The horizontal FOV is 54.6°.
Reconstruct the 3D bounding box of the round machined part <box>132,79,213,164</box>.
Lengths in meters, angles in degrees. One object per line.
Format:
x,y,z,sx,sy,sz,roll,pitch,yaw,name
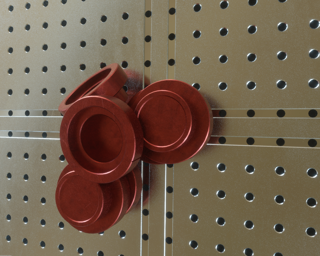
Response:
0.008,-0.007,0.355,0.098,0.042,0.097,0,89,20,round machined part

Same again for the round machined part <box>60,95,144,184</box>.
-0.062,0.011,0.358,0.098,0.042,0.097,4,99,22,round machined part

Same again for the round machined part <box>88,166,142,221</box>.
-0.077,0.075,0.409,0.098,0.042,0.097,0,90,20,round machined part

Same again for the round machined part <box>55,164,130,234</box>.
-0.091,0.085,0.391,0.098,0.042,0.097,0,90,20,round machined part

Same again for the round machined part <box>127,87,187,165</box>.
-0.004,-0.003,0.383,0.098,0.042,0.097,0,90,20,round machined part

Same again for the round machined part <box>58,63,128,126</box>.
-0.082,-0.040,0.413,0.098,0.098,0.042,-29,116,17,round machined part
